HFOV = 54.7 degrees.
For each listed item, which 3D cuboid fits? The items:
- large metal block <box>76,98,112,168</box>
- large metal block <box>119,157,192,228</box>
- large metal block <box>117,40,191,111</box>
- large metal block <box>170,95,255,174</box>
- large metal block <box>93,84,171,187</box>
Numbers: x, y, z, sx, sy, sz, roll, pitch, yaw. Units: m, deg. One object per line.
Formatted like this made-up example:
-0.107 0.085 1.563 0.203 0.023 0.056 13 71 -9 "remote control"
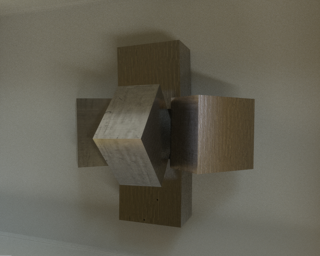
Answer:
-0.082 0.005 0.401 0.050 0.080 0.080 -1 90 -16 "large metal block"
-0.004 0.076 0.397 0.080 0.050 0.080 1 90 20 "large metal block"
-0.006 -0.062 0.395 0.080 0.050 0.080 -2 90 20 "large metal block"
0.059 0.006 0.351 0.050 0.081 0.079 2 92 58 "large metal block"
-0.023 0.009 0.346 0.050 0.080 0.080 -1 46 19 "large metal block"
